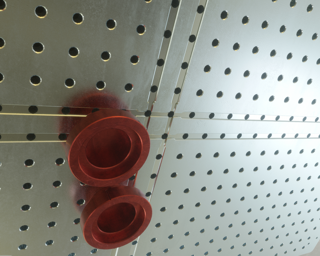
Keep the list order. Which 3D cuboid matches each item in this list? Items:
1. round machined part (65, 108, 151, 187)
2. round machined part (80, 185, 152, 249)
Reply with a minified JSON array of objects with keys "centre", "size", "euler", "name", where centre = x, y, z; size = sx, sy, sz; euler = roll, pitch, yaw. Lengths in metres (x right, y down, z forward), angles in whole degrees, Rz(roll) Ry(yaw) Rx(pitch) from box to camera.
[{"centre":[-0.065,0.020,0.377],"size":[0.099,0.042,0.097],"euler":[-14,124,-21],"name":"round machined part"},{"centre":[-0.064,0.120,0.439],"size":[0.099,0.042,0.097],"euler":[-14,124,-21],"name":"round machined part"}]
